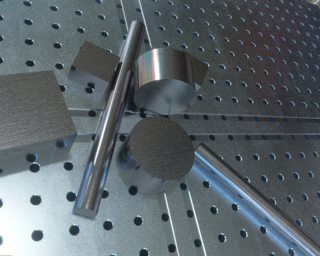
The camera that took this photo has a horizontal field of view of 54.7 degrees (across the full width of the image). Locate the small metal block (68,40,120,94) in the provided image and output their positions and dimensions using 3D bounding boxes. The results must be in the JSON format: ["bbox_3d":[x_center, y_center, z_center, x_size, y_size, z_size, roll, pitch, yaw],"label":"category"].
[{"bbox_3d":[-0.087,-0.081,0.411,0.050,0.025,0.050,24,53,-13],"label":"small metal block"}]

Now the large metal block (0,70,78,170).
[{"bbox_3d":[-0.142,-0.009,0.321,0.081,0.050,0.080,-14,69,-34],"label":"large metal block"}]

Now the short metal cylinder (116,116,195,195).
[{"bbox_3d":[-0.006,0.033,0.368,0.081,0.050,0.080,13,56,-20],"label":"short metal cylinder"}]

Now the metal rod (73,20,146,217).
[{"bbox_3d":[-0.056,-0.036,0.399,0.025,0.025,0.300,21,54,-16],"label":"metal rod"}]

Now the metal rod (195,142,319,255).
[{"bbox_3d":[0.162,0.126,0.418,0.300,0.025,0.025,41,51,0],"label":"metal rod"}]

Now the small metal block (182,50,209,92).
[{"bbox_3d":[0.043,-0.087,0.484,0.050,0.025,0.050,31,52,-8],"label":"small metal block"}]

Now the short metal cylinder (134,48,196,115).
[{"bbox_3d":[0.005,-0.060,0.412,0.081,0.080,0.050,11,57,-23],"label":"short metal cylinder"}]
